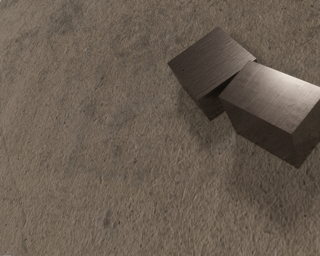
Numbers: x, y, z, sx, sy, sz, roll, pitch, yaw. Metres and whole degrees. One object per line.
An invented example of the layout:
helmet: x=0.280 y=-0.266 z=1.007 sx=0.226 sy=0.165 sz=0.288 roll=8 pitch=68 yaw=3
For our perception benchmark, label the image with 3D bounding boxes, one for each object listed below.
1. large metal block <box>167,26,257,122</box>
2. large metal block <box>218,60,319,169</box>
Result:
large metal block: x=0.069 y=-0.069 z=0.393 sx=0.080 sy=0.050 sz=0.080 roll=-36 pitch=51 yaw=4
large metal block: x=0.116 y=-0.013 z=0.315 sx=0.080 sy=0.080 sz=0.050 roll=35 pitch=82 yaw=38
